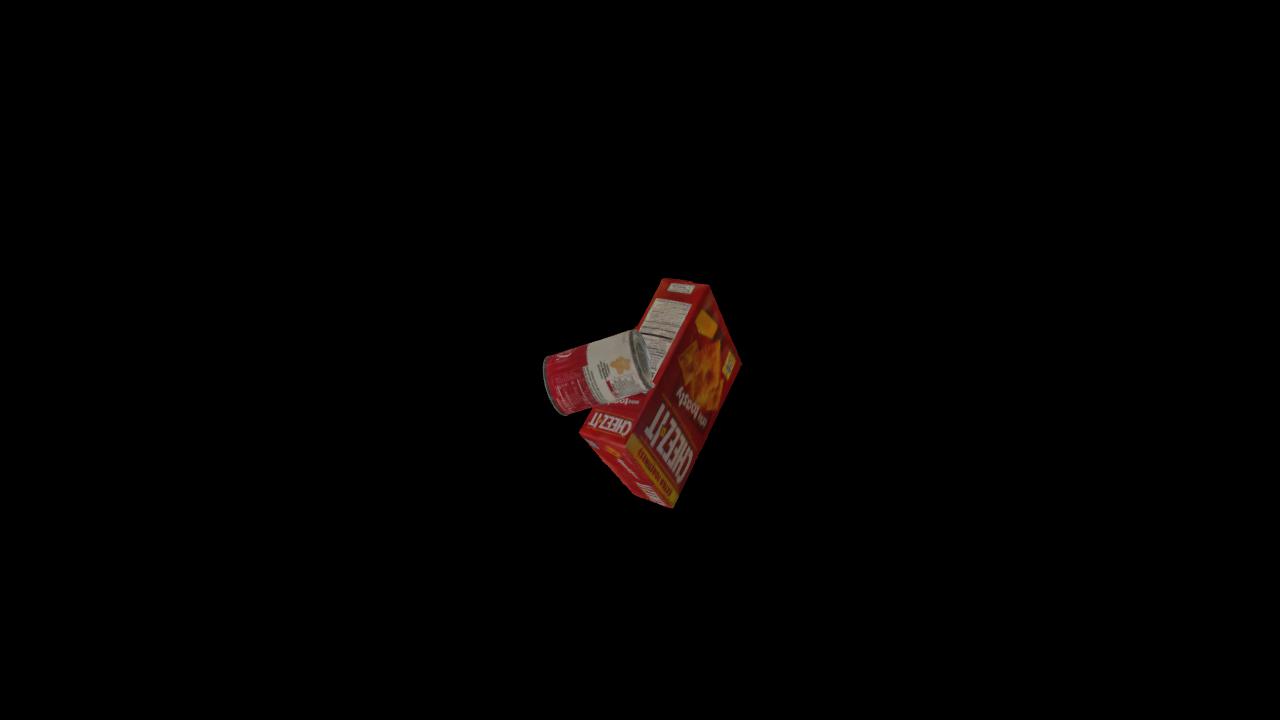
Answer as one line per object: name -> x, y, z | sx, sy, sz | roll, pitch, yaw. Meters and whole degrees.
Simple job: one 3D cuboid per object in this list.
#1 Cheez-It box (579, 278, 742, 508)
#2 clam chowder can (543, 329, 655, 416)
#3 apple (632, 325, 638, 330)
Cheez-It box -> 0.035, 0.040, 0.732 | 0.071, 0.223, 0.166 | 13, -29, 33
clam chowder can -> -0.042, 0.013, 0.646 | 0.102, 0.068, 0.068 | -17, -4, 13
apple -> 0.021, -0.006, 0.724 | 0.093, 0.079, 0.079 | 3, 1, 30
